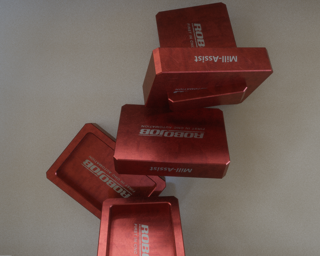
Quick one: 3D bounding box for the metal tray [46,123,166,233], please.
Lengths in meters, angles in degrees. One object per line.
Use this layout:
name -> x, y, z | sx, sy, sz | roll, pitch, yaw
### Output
metal tray -> -0.068, 0.065, 0.408 | 0.130, 0.030, 0.090 | 38, 90, -1

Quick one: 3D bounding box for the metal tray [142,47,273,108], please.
metal tray -> 0.051, -0.057, 0.364 | 0.131, 0.090, 0.030 | -3, 71, -13

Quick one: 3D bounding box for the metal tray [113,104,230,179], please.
metal tray -> 0.014, 0.014, 0.382 | 0.131, 0.030, 0.090 | 3, 48, -1

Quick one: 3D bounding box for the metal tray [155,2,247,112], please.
metal tray -> 0.048, -0.090, 0.386 | 0.091, 0.030, 0.130 | -8, 69, 1

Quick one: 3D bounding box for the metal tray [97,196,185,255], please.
metal tray -> -0.020, 0.136, 0.333 | 0.091, 0.130, 0.030 | -1, 130, -3
